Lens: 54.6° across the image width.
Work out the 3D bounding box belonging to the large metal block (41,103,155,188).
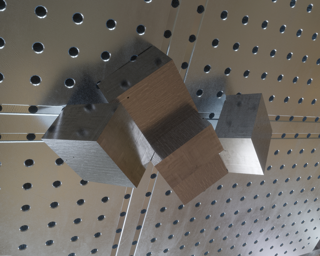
[{"bbox_3d":[-0.065,0.019,0.342,0.080,0.080,0.050,58,45,-39],"label":"large metal block"}]

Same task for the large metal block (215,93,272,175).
[{"bbox_3d":[0.120,0.009,0.438,0.080,0.050,0.080,58,44,-39],"label":"large metal block"}]

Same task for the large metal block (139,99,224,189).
[{"bbox_3d":[0.019,0.015,0.394,0.080,0.080,0.050,-36,131,-4],"label":"large metal block"}]

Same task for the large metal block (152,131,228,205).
[{"bbox_3d":[0.041,0.051,0.448,0.080,0.050,0.080,-35,128,-5],"label":"large metal block"}]

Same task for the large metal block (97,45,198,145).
[{"bbox_3d":[-0.013,-0.035,0.365,0.080,0.050,0.080,-35,130,-3],"label":"large metal block"}]
